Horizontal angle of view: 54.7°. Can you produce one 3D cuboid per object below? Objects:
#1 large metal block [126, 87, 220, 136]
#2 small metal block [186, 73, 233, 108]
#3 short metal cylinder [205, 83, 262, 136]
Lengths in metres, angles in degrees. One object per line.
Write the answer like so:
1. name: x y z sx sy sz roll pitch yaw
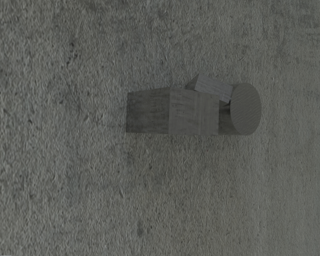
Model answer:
1. large metal block: 0.015 -0.017 0.381 0.081 0.080 0.050 4 88 -40
2. small metal block: 0.065 -0.048 0.431 0.050 0.050 0.025 20 76 -11
3. short metal cylinder: 0.114 -0.028 0.484 0.081 0.050 0.080 0 90 -40
